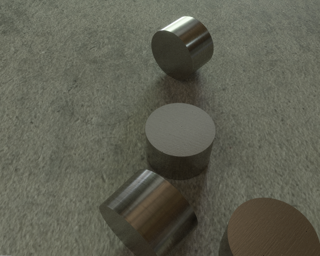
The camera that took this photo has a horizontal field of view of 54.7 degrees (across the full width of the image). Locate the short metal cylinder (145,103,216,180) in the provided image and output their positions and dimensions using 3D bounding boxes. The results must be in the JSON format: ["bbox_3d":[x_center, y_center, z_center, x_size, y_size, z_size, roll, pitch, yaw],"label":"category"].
[{"bbox_3d":[0.023,0.016,0.374,0.081,0.050,0.080,0,50,0],"label":"short metal cylinder"}]

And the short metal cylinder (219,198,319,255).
[{"bbox_3d":[0.100,0.114,0.293,0.081,0.050,0.080,0,50,0],"label":"short metal cylinder"}]

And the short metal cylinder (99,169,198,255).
[{"bbox_3d":[-0.011,0.086,0.295,0.080,0.080,0.050,34,58,25],"label":"short metal cylinder"}]

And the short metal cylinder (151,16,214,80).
[{"bbox_3d":[0.033,-0.120,0.469,0.080,0.080,0.050,35,58,25],"label":"short metal cylinder"}]
